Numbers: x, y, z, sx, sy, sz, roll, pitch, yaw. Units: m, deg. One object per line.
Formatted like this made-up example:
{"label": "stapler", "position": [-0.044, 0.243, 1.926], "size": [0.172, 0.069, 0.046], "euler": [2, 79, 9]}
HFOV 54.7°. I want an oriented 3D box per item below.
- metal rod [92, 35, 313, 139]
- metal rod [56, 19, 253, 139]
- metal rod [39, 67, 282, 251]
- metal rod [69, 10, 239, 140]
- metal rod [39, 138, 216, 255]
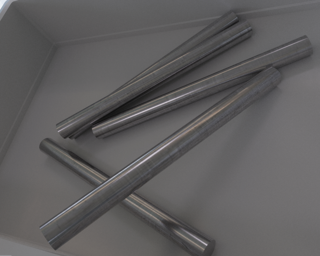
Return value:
{"label": "metal rod", "position": [0.044, -0.048, 0.412], "size": [0.301, 0.025, 0.025], "euler": [-21, 54, 15]}
{"label": "metal rod", "position": [-0.010, -0.067, 0.436], "size": [0.301, 0.025, 0.025], "euler": [-29, 52, 4]}
{"label": "metal rod", "position": [0.020, 0.016, 0.321], "size": [0.302, 0.025, 0.025], "euler": [-34, 48, -21]}
{"label": "metal rod", "position": [-0.017, -0.076, 0.460], "size": [0.300, 0.025, 0.025], "euler": [-34, 51, 6]}
{"label": "metal rod", "position": [-0.064, 0.074, 0.393], "size": [0.300, 0.025, 0.025], "euler": [23, 74, 36]}
